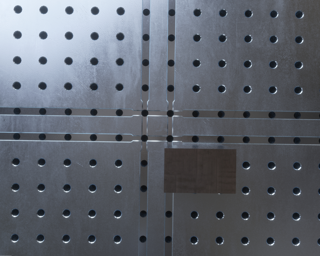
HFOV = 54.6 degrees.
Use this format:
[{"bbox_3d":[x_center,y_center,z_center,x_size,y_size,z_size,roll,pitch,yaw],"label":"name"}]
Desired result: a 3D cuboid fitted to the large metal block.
[{"bbox_3d":[0.045,0.048,0.386,0.080,0.080,0.050,1,90,0],"label":"large metal block"}]
